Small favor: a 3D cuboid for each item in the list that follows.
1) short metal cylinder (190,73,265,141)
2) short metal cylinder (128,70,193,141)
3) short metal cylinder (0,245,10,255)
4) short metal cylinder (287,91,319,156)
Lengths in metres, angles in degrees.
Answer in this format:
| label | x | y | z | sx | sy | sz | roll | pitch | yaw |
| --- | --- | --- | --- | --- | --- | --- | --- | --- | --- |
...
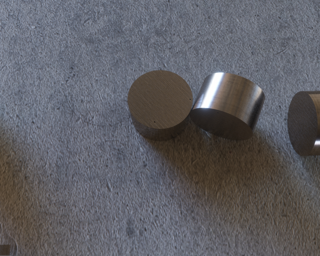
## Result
| label | x | y | z | sx | sy | sz | roll | pitch | yaw |
| --- | --- | --- | --- | --- | --- | --- | --- | --- | --- |
| short metal cylinder | 0.084 | -0.025 | 0.389 | 0.080 | 0.080 | 0.050 | 22 | 72 | 7 |
| short metal cylinder | 0.000 | -0.028 | 0.405 | 0.081 | 0.050 | 0.080 | 0 | 70 | 0 |
| short metal cylinder | -0.202 | 0.151 | 0.322 | 0.081 | 0.080 | 0.050 | -4 | 70 | -2 |
| short metal cylinder | 0.199 | -0.006 | 0.382 | 0.050 | 0.080 | 0.080 | -1 | 70 | 0 |
